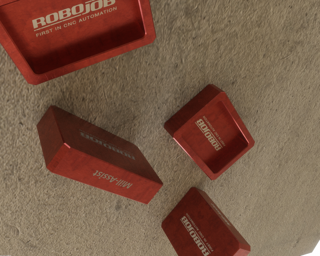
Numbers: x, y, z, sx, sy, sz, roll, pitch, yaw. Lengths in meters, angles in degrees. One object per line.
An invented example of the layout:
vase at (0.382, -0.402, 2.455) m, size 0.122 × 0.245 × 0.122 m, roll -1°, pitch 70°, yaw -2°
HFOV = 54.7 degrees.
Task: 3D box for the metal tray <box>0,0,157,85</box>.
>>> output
metal tray at (-0.075, -0.099, 0.275) m, size 0.131 × 0.030 × 0.090 m, roll -22°, pitch 143°, yaw -7°

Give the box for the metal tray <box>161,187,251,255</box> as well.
metal tray at (0.064, 0.166, 0.476) m, size 0.030 × 0.130 × 0.090 m, roll 31°, pitch 101°, yaw -38°

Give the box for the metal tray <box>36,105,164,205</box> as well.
metal tray at (-0.066, 0.031, 0.347) m, size 0.131 × 0.090 × 0.030 m, roll 30°, pitch 102°, yaw -38°

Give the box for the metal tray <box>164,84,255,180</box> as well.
metal tray at (0.076, 0.010, 0.451) m, size 0.090 × 0.030 × 0.130 m, roll -42°, pitch 130°, yaw 0°
